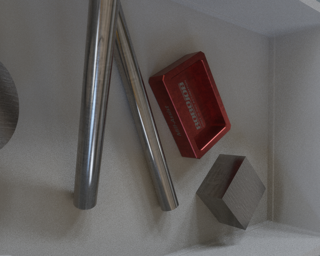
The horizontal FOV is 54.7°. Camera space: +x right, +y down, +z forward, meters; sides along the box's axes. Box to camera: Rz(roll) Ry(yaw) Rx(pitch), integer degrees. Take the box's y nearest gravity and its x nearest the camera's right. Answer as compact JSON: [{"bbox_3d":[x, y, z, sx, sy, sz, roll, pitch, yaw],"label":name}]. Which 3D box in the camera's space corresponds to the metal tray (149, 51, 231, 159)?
[{"bbox_3d":[0.047,-0.032,0.445,0.091,0.030,0.129,-38,114,-33],"label":"metal tray"}]

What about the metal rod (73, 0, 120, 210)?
[{"bbox_3d":[-0.057,-0.052,0.283,0.025,0.025,0.298,-10,121,-40],"label":"metal rod"}]

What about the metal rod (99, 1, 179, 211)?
[{"bbox_3d":[-0.027,-0.033,0.385,0.025,0.025,0.298,-26,107,-37],"label":"metal rod"}]

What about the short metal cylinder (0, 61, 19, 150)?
[{"bbox_3d":[-0.156,-0.018,0.236,0.080,0.050,0.079,-3,91,-76],"label":"short metal cylinder"}]

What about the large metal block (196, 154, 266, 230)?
[{"bbox_3d":[0.114,0.099,0.489,0.080,0.050,0.080,-52,121,-27],"label":"large metal block"}]
